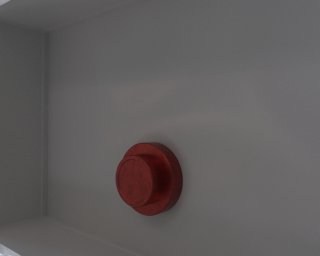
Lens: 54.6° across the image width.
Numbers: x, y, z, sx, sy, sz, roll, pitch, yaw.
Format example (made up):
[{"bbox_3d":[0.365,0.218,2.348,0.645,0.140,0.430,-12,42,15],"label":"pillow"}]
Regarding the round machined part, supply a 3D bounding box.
[{"bbox_3d":[-0.022,0.068,0.415,0.098,0.042,0.097,0,90,40],"label":"round machined part"}]
